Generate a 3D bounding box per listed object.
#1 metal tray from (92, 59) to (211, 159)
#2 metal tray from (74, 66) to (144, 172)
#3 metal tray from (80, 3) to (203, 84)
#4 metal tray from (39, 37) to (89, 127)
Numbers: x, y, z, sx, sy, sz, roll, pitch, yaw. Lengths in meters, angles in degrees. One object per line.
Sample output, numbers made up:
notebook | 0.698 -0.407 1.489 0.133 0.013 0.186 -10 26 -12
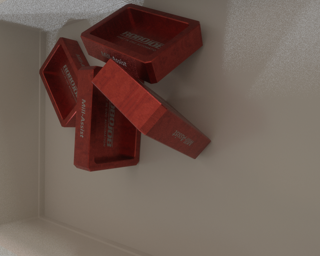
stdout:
metal tray | -0.004 -0.016 0.338 0.030 0.130 0.090 -50 59 6
metal tray | -0.066 -0.012 0.416 0.030 0.091 0.129 6 94 39
metal tray | -0.025 -0.110 0.385 0.130 0.090 0.030 30 151 35
metal tray | -0.154 -0.077 0.527 0.090 0.030 0.130 -43 64 31
